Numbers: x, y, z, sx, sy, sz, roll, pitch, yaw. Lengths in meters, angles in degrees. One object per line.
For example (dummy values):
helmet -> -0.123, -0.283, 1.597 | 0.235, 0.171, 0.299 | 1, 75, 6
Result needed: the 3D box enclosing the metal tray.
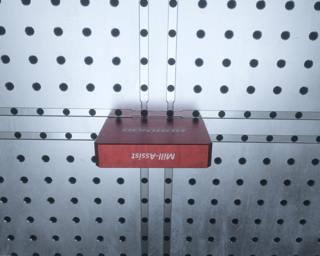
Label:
metal tray -> -0.007, 0.016, 0.384 | 0.131, 0.090, 0.030 | 0, 110, 0
